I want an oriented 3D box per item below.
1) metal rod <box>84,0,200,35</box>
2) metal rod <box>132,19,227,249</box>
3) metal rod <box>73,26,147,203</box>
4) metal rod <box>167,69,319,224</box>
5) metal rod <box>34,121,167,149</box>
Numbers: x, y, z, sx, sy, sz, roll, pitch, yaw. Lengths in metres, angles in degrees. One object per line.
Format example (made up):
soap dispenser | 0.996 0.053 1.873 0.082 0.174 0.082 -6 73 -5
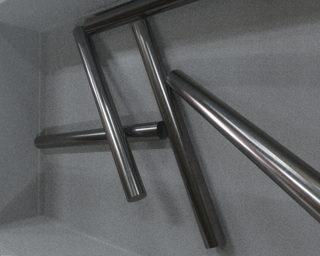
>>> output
metal rod | 0.004 -0.164 0.401 0.300 0.025 0.025 -1 89 39
metal rod | 0.018 -0.004 0.389 0.025 0.025 0.299 -29 72 36
metal rod | -0.080 -0.037 0.445 0.025 0.025 0.299 -42 58 32
metal rod | 0.073 0.006 0.268 0.025 0.025 0.300 -66 30 18
metal rod | -0.112 0.015 0.496 0.300 0.025 0.025 -6 86 39
